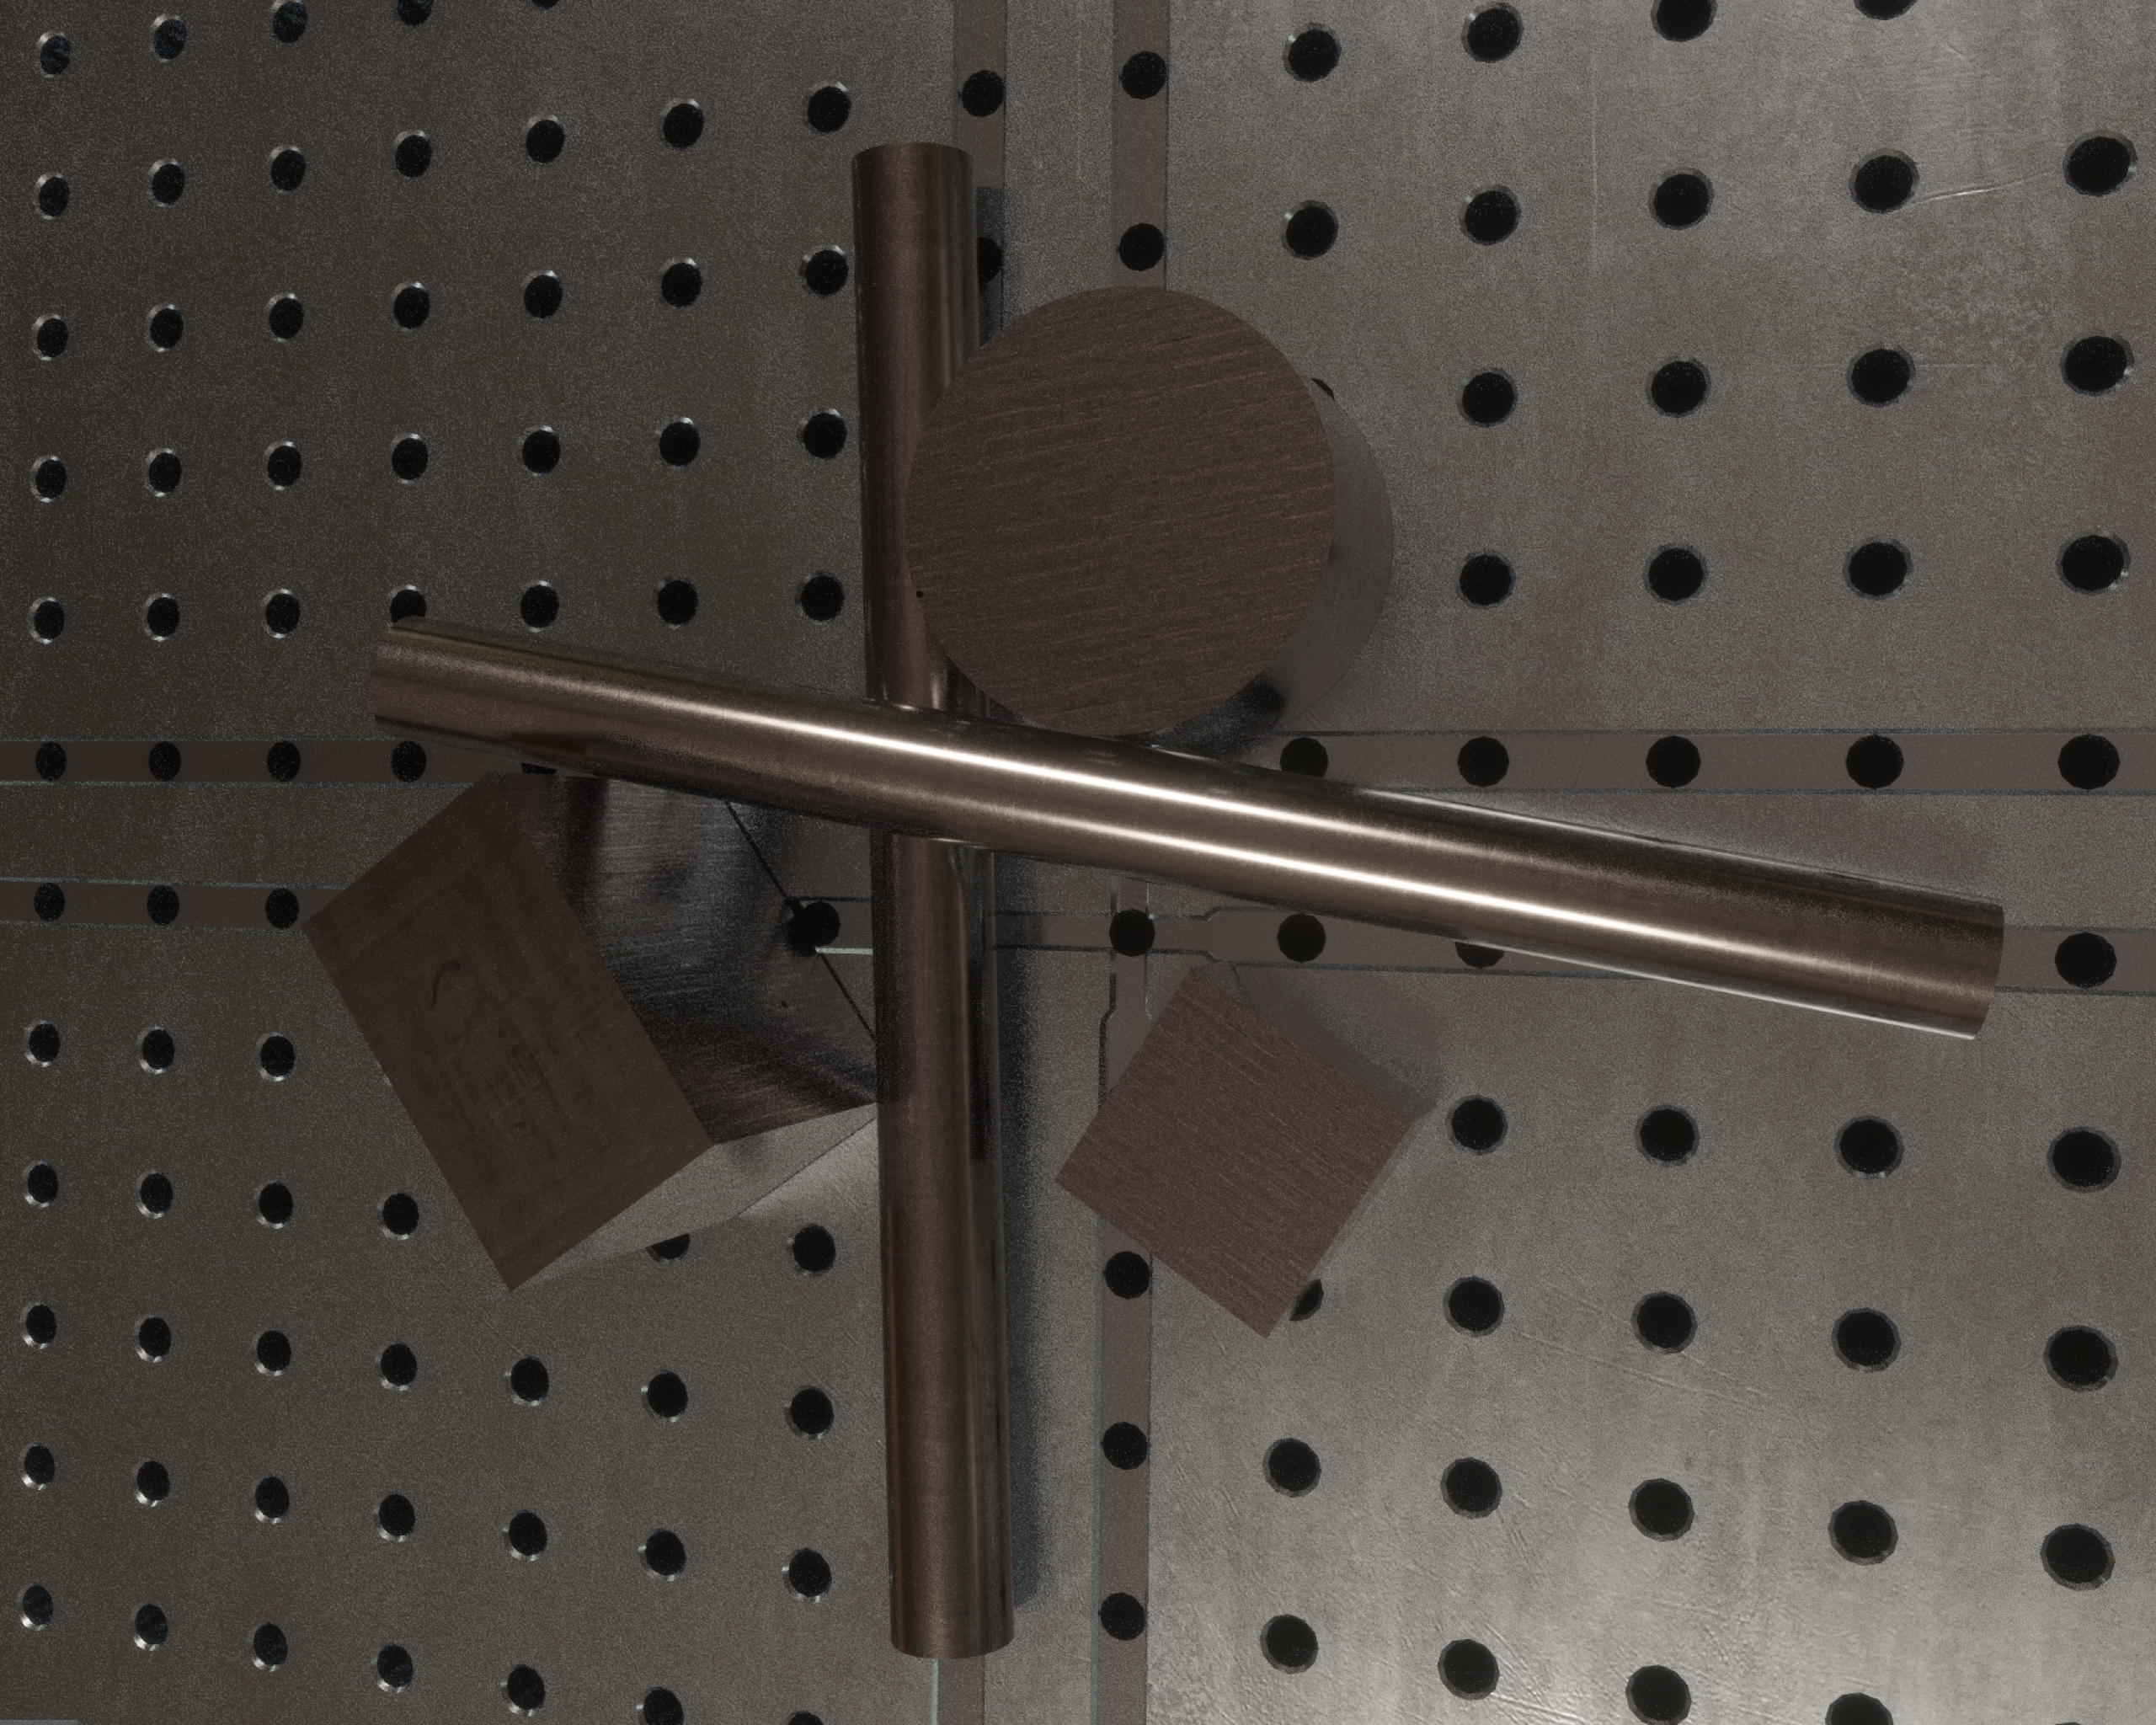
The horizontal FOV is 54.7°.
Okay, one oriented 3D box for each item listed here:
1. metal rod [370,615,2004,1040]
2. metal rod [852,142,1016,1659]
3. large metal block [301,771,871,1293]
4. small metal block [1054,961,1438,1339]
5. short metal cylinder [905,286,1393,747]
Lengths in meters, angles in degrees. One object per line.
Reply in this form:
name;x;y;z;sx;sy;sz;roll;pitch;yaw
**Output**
metal rod;0.010;-0.009;0.388;0.301;0.025;0.025;11;94;11
metal rod;-0.029;0.007;0.422;0.025;0.025;0.298;-2;89;19
large metal block;-0.090;0.030;0.413;0.050;0.080;0.080;-36;79;16
small metal block;0.032;0.054;0.401;0.050;0.025;0.050;35;101;16
short metal cylinder;0.015;-0.062;0.393;0.080;0.050;0.079;0;90;19
